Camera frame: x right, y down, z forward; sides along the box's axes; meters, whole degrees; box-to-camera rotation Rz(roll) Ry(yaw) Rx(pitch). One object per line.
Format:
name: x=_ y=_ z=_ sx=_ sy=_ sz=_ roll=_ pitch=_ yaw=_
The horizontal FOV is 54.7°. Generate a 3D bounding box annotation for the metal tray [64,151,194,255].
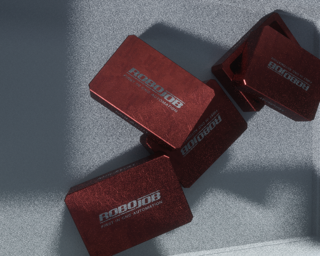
metal tray: x=-0.036 y=0.094 z=0.378 sx=0.131 sy=0.030 sz=0.090 roll=-22 pitch=98 yaw=-4

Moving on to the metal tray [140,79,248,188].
metal tray: x=0.049 y=0.006 z=0.427 sx=0.130 sy=0.030 sz=0.090 roll=-43 pitch=104 yaw=-15

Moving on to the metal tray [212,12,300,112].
metal tray: x=0.151 y=-0.098 z=0.465 sx=0.130 sy=0.030 sz=0.090 roll=-45 pitch=104 yaw=-15

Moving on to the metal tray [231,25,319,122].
metal tray: x=0.175 y=-0.074 z=0.442 sx=0.131 sy=0.030 sz=0.090 roll=24 pitch=82 yaw=-19

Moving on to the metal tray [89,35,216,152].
metal tray: x=-0.009 y=-0.043 z=0.384 sx=0.130 sy=0.030 sz=0.090 roll=35 pitch=75 yaw=-1
